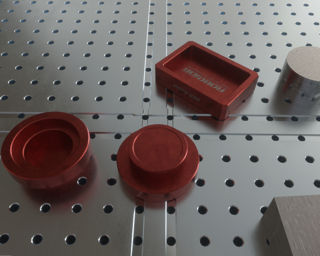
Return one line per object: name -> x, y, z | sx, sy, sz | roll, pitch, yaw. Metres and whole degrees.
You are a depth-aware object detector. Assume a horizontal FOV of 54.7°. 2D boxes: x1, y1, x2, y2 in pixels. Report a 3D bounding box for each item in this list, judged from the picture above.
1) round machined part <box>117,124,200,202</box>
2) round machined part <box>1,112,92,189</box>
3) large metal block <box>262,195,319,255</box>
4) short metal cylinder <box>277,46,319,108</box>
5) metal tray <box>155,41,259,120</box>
round machined part -> -0.002, 0.034, 0.368 | 0.099, 0.042, 0.098 | 0, 50, 0
round machined part -> -0.131, 0.030, 0.371 | 0.099, 0.042, 0.098 | 0, 50, 0
large metal block -> 0.154, 0.112, 0.298 | 0.081, 0.050, 0.080 | -2, 50, -2
short metal cylinder -> 0.221, -0.076, 0.457 | 0.080, 0.050, 0.080 | 0, 50, 0
metal tray -> 0.068, -0.077, 0.468 | 0.130, 0.030, 0.090 | 34, 58, 25
